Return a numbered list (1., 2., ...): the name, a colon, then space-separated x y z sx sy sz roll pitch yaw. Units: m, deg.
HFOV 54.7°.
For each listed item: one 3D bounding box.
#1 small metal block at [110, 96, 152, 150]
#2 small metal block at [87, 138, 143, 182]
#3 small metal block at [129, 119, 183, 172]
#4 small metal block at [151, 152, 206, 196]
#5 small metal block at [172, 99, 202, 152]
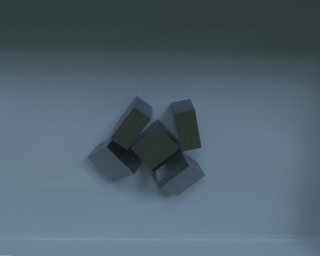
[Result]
1. small metal block: -0.035 -0.007 0.392 0.025 0.050 0.050 35 106 -12
2. small metal block: -0.060 0.041 0.412 0.050 0.025 0.050 47 136 -16
3. small metal block: -0.005 0.025 0.418 0.050 0.025 0.050 -40 106 13
4. small metal block: 0.026 0.063 0.419 0.050 0.025 0.050 -39 143 12
5. small metal block: 0.033 -0.005 0.394 0.025 0.050 0.050 -11 110 3
